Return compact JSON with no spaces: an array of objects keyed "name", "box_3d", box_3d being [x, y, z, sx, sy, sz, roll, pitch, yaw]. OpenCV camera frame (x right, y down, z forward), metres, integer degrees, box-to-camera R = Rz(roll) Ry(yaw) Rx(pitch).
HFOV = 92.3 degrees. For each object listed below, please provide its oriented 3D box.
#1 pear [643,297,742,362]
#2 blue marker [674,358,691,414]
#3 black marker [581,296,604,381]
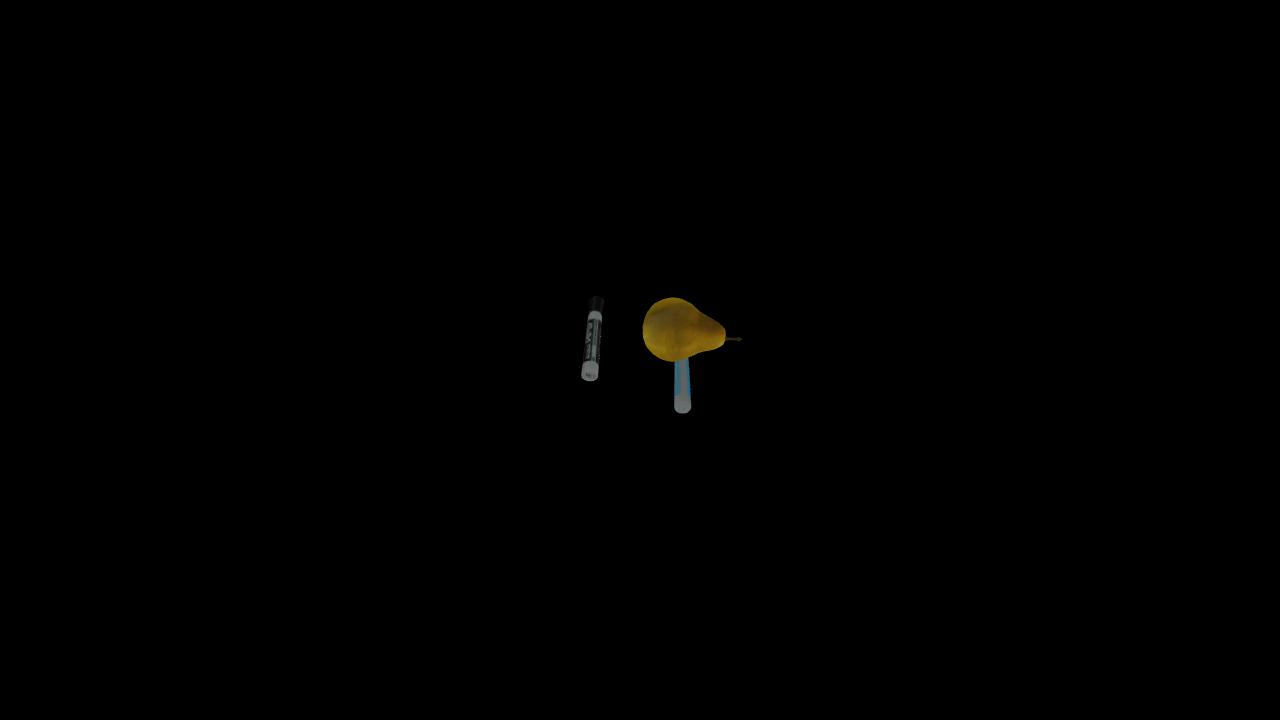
[{"name":"pear","box_3d":[0.061,-0.031,0.720,0.111,0.080,0.080,8,3,19]},{"name":"blue marker","box_3d":[0.049,0.016,0.723,0.020,0.020,0.121,0,37,3]},{"name":"black marker","box_3d":[-0.054,-0.029,0.715,0.020,0.121,0.020,1,-39,1]}]
